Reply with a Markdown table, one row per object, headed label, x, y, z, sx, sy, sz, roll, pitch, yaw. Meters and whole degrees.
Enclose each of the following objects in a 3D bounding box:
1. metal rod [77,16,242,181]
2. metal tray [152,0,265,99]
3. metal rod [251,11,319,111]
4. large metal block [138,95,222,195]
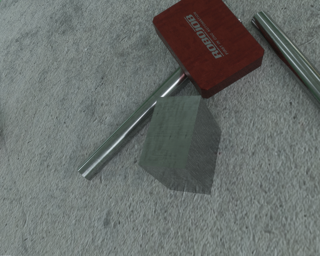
| label | x | y | z | sx | sy | sz | roll | pitch | yaw |
| --- | --- | --- | --- | --- | --- | --- | --- | --- | --- |
| metal rod | 0.003 | -0.044 | 0.428 | 0.300 | 0.025 | 0.025 | -45 | 51 | -4 |
| metal tray | 0.061 | -0.114 | 0.407 | 0.090 | 0.030 | 0.130 | -32 | 71 | 1 |
| metal rod | 0.176 | -0.035 | 0.332 | 0.025 | 0.025 | 0.299 | -27 | 52 | 11 |
| large metal block | 0.027 | 0.020 | 0.341 | 0.050 | 0.080 | 0.080 | 1 | 62 | 28 |
